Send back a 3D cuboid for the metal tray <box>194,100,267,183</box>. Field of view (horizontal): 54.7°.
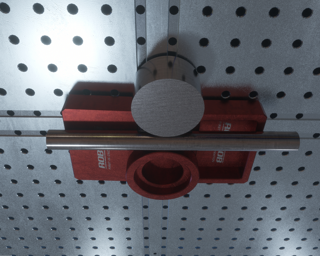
[{"bbox_3d":[0.084,0.023,0.423,0.091,0.030,0.129,0,130,-1],"label":"metal tray"}]

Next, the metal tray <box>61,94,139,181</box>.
[{"bbox_3d":[-0.074,0.018,0.416,0.091,0.030,0.129,2,130,-2],"label":"metal tray"}]

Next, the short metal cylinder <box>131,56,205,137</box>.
[{"bbox_3d":[0.009,-0.036,0.359,0.081,0.050,0.079,0,130,0],"label":"short metal cylinder"}]

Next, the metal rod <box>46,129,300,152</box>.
[{"bbox_3d":[0.017,0.015,0.380,0.302,0.025,0.025,0,130,-1],"label":"metal rod"}]

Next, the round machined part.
[{"bbox_3d":[0.004,0.053,0.429,0.099,0.042,0.097,0,130,0],"label":"round machined part"}]
